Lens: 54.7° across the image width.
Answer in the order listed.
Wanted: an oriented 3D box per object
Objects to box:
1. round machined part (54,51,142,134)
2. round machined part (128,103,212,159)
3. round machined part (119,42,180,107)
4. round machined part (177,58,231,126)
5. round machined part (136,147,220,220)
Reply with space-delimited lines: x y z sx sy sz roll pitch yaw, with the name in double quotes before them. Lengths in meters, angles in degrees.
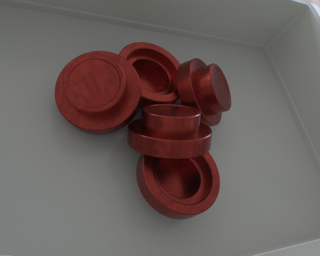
"round machined part" -0.071 -0.044 0.353 0.099 0.042 0.098 0 76 0
"round machined part" 0.012 -0.002 0.363 0.099 0.098 0.042 -7 110 -31
"round machined part" -0.017 -0.065 0.422 0.099 0.042 0.098 14 56 -21
"round machined part" 0.066 -0.051 0.430 0.098 0.042 0.098 33 49 -48
"round machined part" 0.018 0.059 0.366 0.099 0.042 0.098 14 56 -21
